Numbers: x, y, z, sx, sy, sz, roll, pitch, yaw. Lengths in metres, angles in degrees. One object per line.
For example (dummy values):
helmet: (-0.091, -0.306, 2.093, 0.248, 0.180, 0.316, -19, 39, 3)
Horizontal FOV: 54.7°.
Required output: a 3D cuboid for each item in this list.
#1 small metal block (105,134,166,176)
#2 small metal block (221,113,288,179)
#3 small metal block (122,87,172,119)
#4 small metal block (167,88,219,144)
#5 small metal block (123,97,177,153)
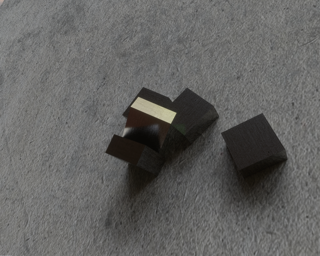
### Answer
small metal block: (-0.029, 0.034, 0.381, 0.050, 0.050, 0.025, 17, 78, 34)
small metal block: (0.102, 0.019, 0.338, 0.050, 0.025, 0.050, -27, 52, 11)
small metal block: (-0.015, -0.023, 0.426, 0.050, 0.025, 0.050, 27, 76, 37)
small metal block: (0.037, -0.016, 0.394, 0.050, 0.025, 0.050, -45, 51, -4)
small metal block: (-0.014, -0.003, 0.378, 0.050, 0.050, 0.025, 23, 37, 4)
